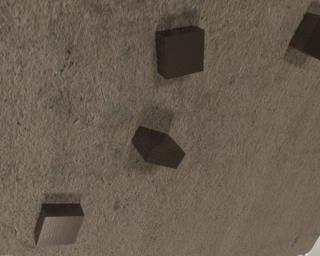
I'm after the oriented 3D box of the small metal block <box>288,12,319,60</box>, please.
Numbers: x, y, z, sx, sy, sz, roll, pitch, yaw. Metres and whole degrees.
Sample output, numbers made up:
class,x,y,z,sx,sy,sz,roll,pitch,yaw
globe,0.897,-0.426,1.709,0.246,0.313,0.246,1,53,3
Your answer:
class,x,y,z,sx,sy,sz,roll,pitch,yaw
small metal block,0.223,-0.133,0.450,0.050,0.025,0.050,11,113,-34

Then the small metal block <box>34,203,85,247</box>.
class,x,y,z,sx,sy,sz,roll,pitch,yaw
small metal block,-0.135,0.129,0.414,0.050,0.025,0.050,9,114,-33

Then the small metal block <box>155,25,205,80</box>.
class,x,y,z,sx,sy,sz,roll,pitch,yaw
small metal block,0.024,-0.090,0.366,0.050,0.025,0.050,-16,125,-20

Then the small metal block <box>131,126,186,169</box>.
class,x,y,z,sx,sy,sz,roll,pitch,yaw
small metal block,-0.003,0.025,0.407,0.050,0.050,0.025,18,109,-36
